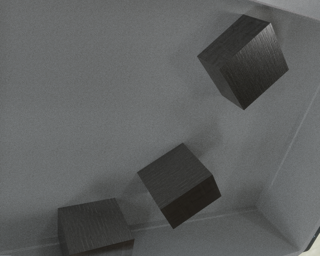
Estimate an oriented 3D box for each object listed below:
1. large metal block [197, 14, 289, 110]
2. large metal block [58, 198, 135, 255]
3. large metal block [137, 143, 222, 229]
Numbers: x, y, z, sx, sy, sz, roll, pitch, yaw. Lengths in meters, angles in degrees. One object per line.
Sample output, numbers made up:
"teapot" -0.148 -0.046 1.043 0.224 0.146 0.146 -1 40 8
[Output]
"large metal block" 0.109 -0.084 0.402 0.080 0.050 0.080 -42 130 1
"large metal block" -0.089 0.146 0.416 0.081 0.080 0.050 -5 121 -27
"large metal block" 0.026 0.079 0.438 0.080 0.080 0.050 -32 129 -8
